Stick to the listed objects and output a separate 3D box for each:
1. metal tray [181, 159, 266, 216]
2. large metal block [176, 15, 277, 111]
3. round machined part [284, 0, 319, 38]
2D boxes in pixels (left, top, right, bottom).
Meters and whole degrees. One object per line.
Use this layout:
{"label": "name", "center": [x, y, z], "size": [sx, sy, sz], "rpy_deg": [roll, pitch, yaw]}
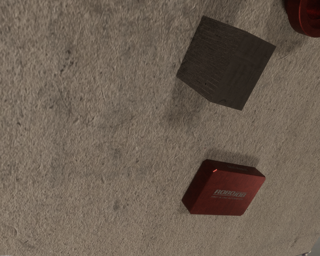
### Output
{"label": "metal tray", "center": [0.111, 0.106, 0.533], "size": [0.131, 0.030, 0.089], "rpy_deg": [13, 112, -34]}
{"label": "large metal block", "center": [0.073, -0.077, 0.365], "size": [0.050, 0.080, 0.079], "rpy_deg": [11, 113, -34]}
{"label": "round machined part", "center": [0.204, -0.172, 0.403], "size": [0.099, 0.042, 0.097], "rpy_deg": [-14, 125, -21]}
